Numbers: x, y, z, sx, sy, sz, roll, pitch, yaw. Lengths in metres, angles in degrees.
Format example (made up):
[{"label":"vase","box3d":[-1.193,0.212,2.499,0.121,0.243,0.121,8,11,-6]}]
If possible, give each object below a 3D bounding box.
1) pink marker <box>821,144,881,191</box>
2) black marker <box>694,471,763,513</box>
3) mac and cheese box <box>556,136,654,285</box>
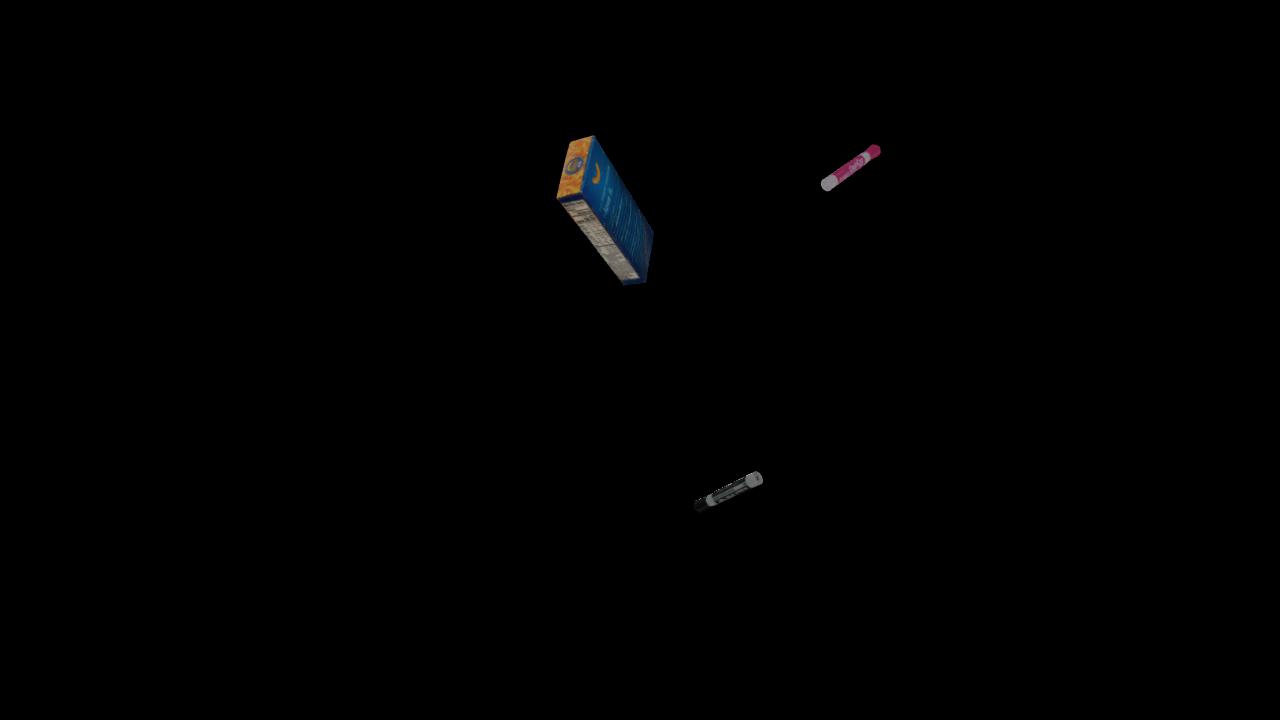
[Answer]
[{"label":"pink marker","box3d":[0.307,-0.280,0.889,0.121,0.020,0.020,-37,15,-21]},{"label":"black marker","box3d":[0.119,0.184,0.849,0.020,0.020,0.121,0,-29,-46]},{"label":"mac and cheese box","box3d":[-0.038,-0.184,0.788,0.041,0.093,0.184,-4,-30,26]}]
